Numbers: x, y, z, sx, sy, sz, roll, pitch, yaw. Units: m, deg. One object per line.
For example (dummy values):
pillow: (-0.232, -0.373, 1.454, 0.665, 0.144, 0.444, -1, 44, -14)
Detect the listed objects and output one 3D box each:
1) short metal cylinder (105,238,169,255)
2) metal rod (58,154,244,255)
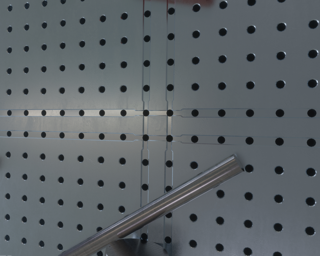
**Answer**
short metal cylinder: (-0.032, 0.182, 0.395, 0.080, 0.080, 0.050, 9, 93, 19)
metal rod: (-0.024, 0.121, 0.420, 0.300, 0.025, 0.025, -33, 79, 16)
